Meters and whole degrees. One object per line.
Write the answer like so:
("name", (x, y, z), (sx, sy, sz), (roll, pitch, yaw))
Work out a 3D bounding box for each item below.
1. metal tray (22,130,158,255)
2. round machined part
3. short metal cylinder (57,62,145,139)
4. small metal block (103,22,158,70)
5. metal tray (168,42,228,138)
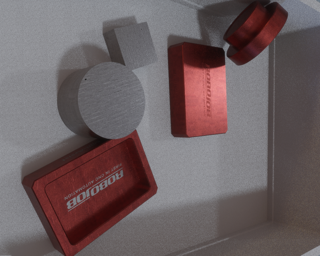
("metal tray", (-0.070, 0.065, 0.346), (0.131, 0.030, 0.090), (-30, 109, -36))
("round machined part", (0.129, -0.141, 0.445), (0.042, 0.098, 0.098), (37, 66, -12))
("short metal cylinder", (-0.063, -0.028, 0.339), (0.081, 0.050, 0.079), (0, 90, -40))
("small metal block", (-0.035, -0.098, 0.379), (0.050, 0.025, 0.050), (-28, 108, -37))
("metal tray", (0.057, -0.054, 0.454), (0.091, 0.030, 0.129), (-5, 93, -40))
